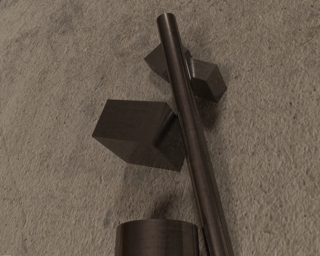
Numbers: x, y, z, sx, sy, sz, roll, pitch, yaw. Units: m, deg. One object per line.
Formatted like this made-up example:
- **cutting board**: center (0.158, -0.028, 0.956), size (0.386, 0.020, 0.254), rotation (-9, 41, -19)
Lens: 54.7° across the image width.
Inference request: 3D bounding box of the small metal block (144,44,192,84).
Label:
- **small metal block**: center (0.013, -0.101, 0.458), size (0.050, 0.025, 0.050), rotation (-43, 51, -2)

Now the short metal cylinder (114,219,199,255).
- **short metal cylinder**: center (-0.003, 0.122, 0.294), size (0.080, 0.080, 0.050), rotation (-13, 57, 20)

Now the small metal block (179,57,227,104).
- **small metal block**: center (0.053, -0.062, 0.397), size (0.050, 0.050, 0.025), rotation (25, 75, 36)

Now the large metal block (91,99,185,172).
- **large metal block**: center (-0.019, 0.009, 0.371), size (0.080, 0.080, 0.050), rotation (5, 65, 30)

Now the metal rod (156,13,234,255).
- **metal rod**: center (0.034, -0.002, 0.344), size (0.025, 0.025, 0.299), rotation (-18, 68, 17)
